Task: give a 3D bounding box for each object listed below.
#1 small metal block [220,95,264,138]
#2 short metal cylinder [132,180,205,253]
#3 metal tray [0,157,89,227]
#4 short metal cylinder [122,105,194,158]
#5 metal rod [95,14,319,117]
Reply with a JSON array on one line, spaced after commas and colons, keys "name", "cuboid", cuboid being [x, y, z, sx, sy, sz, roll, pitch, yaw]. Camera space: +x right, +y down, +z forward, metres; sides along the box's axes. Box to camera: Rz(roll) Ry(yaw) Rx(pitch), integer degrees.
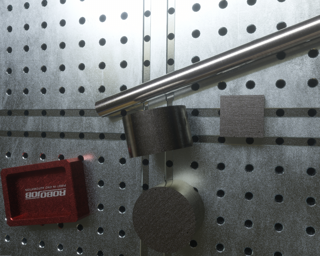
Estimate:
[{"name": "small metal block", "cuboid": [0.100, -0.014, 0.377, 0.050, 0.025, 0.050, 1, 90, 20]}, {"name": "short metal cylinder", "cuboid": [0.012, 0.110, 0.395, 0.080, 0.050, 0.079, 0, 90, 20]}, {"name": "metal tray", "cuboid": [-0.177, 0.098, 0.472, 0.130, 0.030, 0.089, -10, 87, 19]}, {"name": "short metal cylinder", "cuboid": [-0.003, 0.005, 0.384, 0.080, 0.080, 0.050, -12, 86, 19]}, {"name": "metal rod", "cuboid": [0.050, -0.072, 0.394, 0.300, 0.025, 0.025, -18, 84, 19]}]
